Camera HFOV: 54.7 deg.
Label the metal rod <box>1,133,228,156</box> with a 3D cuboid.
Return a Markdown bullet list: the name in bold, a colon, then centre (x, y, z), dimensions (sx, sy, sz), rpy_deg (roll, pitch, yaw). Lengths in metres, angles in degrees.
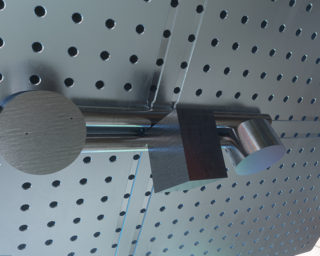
- **metal rod**: centre (-0.036, 0.018, 0.402), dimensions (0.303, 0.025, 0.025), rpy_deg (0, 118, -29)

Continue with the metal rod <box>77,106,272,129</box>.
- **metal rod**: centre (0.037, -0.012, 0.423), dimensions (0.303, 0.025, 0.025), rpy_deg (1, 118, -29)

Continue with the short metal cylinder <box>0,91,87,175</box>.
- **short metal cylinder**: centre (-0.121, 0.002, 0.312), dimensions (0.081, 0.050, 0.079), rpy_deg (-4, 97, -28)

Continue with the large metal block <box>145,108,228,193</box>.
- **large metal block**: centre (0.028, 0.030, 0.370), dimensions (0.050, 0.080, 0.080), rpy_deg (1, 160, -29)

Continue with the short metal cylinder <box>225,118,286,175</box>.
- **short metal cylinder**: centre (0.142, 0.030, 0.474), dimensions (0.081, 0.050, 0.080), rpy_deg (-14, 145, -10)
